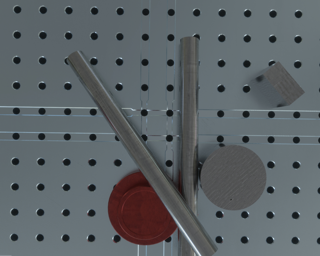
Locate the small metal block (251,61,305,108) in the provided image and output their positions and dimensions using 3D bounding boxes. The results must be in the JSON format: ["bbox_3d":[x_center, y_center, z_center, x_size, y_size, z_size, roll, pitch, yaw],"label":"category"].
[{"bbox_3d":[0.151,-0.055,0.402,0.025,0.050,0.050,-40,90,0],"label":"small metal block"}]

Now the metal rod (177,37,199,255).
[{"bbox_3d":[0.037,0.031,0.398,0.025,0.025,0.298,1,84,0],"label":"metal rod"}]

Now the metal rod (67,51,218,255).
[{"bbox_3d":[-0.028,0.025,0.384,0.025,0.025,0.299,-35,79,0],"label":"metal rod"}]

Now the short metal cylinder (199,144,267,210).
[{"bbox_3d":[0.089,0.060,0.401,0.081,0.050,0.080,0,90,0],"label":"short metal cylinder"}]

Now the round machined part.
[{"bbox_3d":[-0.019,0.105,0.405,0.099,0.042,0.097,0,90,0],"label":"round machined part"}]
